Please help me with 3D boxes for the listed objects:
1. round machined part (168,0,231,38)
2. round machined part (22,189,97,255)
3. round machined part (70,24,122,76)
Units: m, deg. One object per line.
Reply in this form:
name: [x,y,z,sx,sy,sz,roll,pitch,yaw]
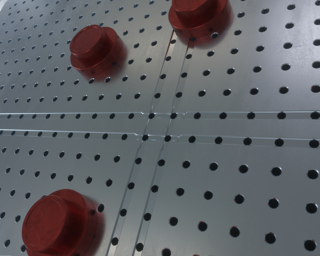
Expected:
round machined part: [0.057,-0.192,0.486,0.098,0.042,0.098,-13,56,21]
round machined part: [-0.133,0.124,0.393,0.098,0.042,0.098,-13,56,21]
round machined part: [-0.120,-0.144,0.550,0.098,0.042,0.098,-13,56,21]
